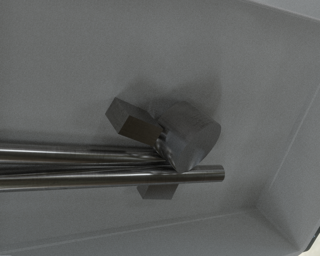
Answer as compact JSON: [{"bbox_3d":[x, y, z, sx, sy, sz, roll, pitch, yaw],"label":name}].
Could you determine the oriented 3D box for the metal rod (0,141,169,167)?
[{"bbox_3d":[-0.094,0.034,0.378,0.302,0.025,0.025,6,116,-31],"label":"metal rod"}]

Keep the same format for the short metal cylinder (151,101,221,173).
[{"bbox_3d":[0.033,0.012,0.402,0.080,0.050,0.080,-35,149,-24],"label":"short metal cylinder"}]

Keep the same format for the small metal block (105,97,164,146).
[{"bbox_3d":[-0.032,-0.008,0.372,0.050,0.050,0.025,23,106,-37],"label":"small metal block"}]

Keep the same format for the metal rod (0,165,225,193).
[{"bbox_3d":[-0.053,0.063,0.396,0.303,0.025,0.025,1,118,-22],"label":"metal rod"}]

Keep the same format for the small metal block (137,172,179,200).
[{"bbox_3d":[0.000,0.078,0.459,0.050,0.025,0.050,10,113,-33],"label":"small metal block"}]
